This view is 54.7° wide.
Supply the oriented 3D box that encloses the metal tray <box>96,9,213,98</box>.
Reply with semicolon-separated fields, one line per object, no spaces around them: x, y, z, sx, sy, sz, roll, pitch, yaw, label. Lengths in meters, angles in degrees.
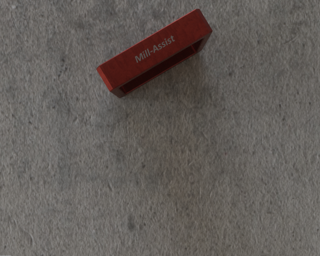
-0.006;-0.085;0.377;0.130;0.090;0.030;-31;90;0;metal tray
